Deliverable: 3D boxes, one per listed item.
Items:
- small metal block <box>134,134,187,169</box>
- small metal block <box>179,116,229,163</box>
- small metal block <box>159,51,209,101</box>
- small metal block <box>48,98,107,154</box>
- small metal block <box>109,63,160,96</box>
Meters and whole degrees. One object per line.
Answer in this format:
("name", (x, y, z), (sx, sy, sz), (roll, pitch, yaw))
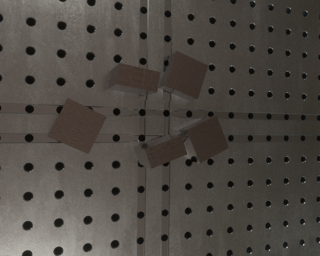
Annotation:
("small metal block", (-0.001, 0.029, 0.400), (0.050, 0.050, 0.025), (-20, 97, -19))
("small metal block", (0.062, 0.015, 0.437), (0.050, 0.025, 0.050), (-25, 99, -19))
("small metal block", (0.032, -0.070, 0.426), (0.050, 0.025, 0.050), (20, 83, -19))
("small metal block", (-0.101, -0.002, 0.376), (0.050, 0.025, 0.050), (27, 81, -18))
("small metal block", (-0.033, -0.059, 0.388), (0.050, 0.050, 0.025), (9, 87, -20))
